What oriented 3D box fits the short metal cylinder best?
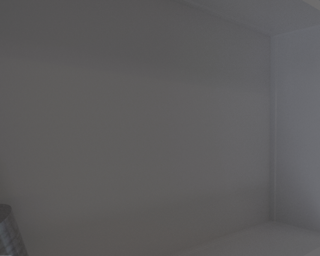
[{"bbox_3d":[-0.152,0.102,0.244,0.081,0.080,0.050,-22,104,-38],"label":"short metal cylinder"}]
